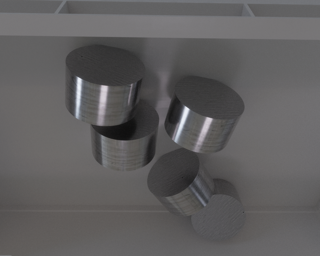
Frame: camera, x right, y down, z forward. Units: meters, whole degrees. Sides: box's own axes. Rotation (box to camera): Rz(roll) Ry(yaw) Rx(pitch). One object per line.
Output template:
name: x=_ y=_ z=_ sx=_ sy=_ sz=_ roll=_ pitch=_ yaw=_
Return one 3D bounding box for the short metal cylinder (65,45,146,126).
short metal cylinder: x=-0.060 y=-0.047 z=0.332 sx=0.081 sy=0.080 sz=0.050 roll=9 pitch=130 yaw=-8

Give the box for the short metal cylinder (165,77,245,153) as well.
short metal cylinder: x=0.050 y=-0.017 z=0.359 sx=0.081 sy=0.080 sz=0.050 roll=9 pitch=130 yaw=-8

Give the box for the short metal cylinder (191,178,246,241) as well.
short metal cylinder: x=0.088 y=0.126 z=0.483 sx=0.080 sy=0.050 sz=0.079 roll=1 pitch=108 yaw=2

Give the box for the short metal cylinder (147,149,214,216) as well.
short metal cylinder: x=0.029 y=0.076 z=0.438 sx=0.080 sy=0.080 sz=0.050 roll=-23 pitch=127 yaw=18

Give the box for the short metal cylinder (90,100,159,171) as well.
short metal cylinder: x=-0.043 y=0.006 z=0.378 sx=0.081 sy=0.080 sz=0.050 roll=4 pitch=130 yaw=-4
